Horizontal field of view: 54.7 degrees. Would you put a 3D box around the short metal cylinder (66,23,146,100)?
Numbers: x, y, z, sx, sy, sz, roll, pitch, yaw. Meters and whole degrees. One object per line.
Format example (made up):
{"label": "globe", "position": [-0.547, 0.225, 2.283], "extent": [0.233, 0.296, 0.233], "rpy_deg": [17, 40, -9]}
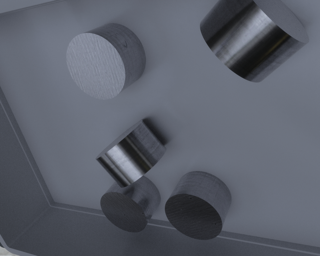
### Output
{"label": "short metal cylinder", "position": [-0.065, -0.081, 0.376], "extent": [0.080, 0.050, 0.079], "rpy_deg": [13, 124, 21]}

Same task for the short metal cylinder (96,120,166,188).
{"label": "short metal cylinder", "position": [-0.038, 0.034, 0.414], "extent": [0.080, 0.080, 0.050], "rpy_deg": [-33, 100, 38]}

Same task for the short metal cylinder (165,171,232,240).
{"label": "short metal cylinder", "position": [0.054, 0.107, 0.431], "extent": [0.080, 0.050, 0.079], "rpy_deg": [13, 124, 21]}

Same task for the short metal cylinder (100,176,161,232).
{"label": "short metal cylinder", "position": [-0.046, 0.117, 0.489], "extent": [0.080, 0.050, 0.079], "rpy_deg": [13, 124, 21]}

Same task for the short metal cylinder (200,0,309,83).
{"label": "short metal cylinder", "position": [0.083, -0.087, 0.275], "extent": [0.080, 0.080, 0.050], "rpy_deg": [44, 129, -2]}
